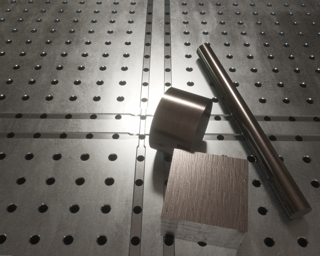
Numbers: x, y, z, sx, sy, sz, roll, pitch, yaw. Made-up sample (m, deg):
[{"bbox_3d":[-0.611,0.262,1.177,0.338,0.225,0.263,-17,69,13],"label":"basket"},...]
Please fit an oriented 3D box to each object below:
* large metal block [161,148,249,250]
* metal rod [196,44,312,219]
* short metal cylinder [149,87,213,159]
[{"bbox_3d":[0.048,0.074,0.330,0.080,0.050,0.080,9,51,6],"label":"large metal block"},{"bbox_3d":[0.112,-0.019,0.425,0.025,0.025,0.300,-11,51,-10],"label":"metal rod"},{"bbox_3d":[0.027,-0.004,0.376,0.050,0.080,0.080,19,53,15],"label":"short metal cylinder"}]
